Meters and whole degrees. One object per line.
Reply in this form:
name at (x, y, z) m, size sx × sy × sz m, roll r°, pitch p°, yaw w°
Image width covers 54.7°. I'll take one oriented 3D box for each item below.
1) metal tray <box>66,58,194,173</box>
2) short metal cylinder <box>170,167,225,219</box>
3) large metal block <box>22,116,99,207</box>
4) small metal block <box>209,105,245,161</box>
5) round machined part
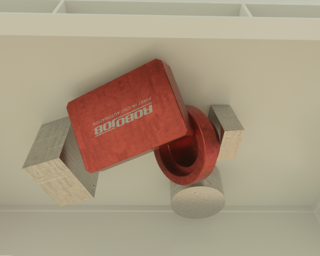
metal tray at (-0.037, -0.011, 0.359) m, size 0.130 × 0.090 × 0.030 m, roll -23°, pitch 170°, yaw 18°
short metal cylinder at (0.056, 0.095, 0.475) m, size 0.081 × 0.050 × 0.079 m, roll 0°, pitch 130°, yaw 0°
large metal block at (-0.122, 0.043, 0.408) m, size 0.050 × 0.080 × 0.080 m, roll -17°, pitch 128°, yaw 13°
small metal block at (0.081, 0.006, 0.397) m, size 0.025 × 0.050 × 0.050 m, roll -4°, pitch 131°, yaw -11°
round machined part at (0.036, 0.020, 0.389) m, size 0.042 × 0.098 × 0.097 m, roll -8°, pitch 139°, yaw -37°
